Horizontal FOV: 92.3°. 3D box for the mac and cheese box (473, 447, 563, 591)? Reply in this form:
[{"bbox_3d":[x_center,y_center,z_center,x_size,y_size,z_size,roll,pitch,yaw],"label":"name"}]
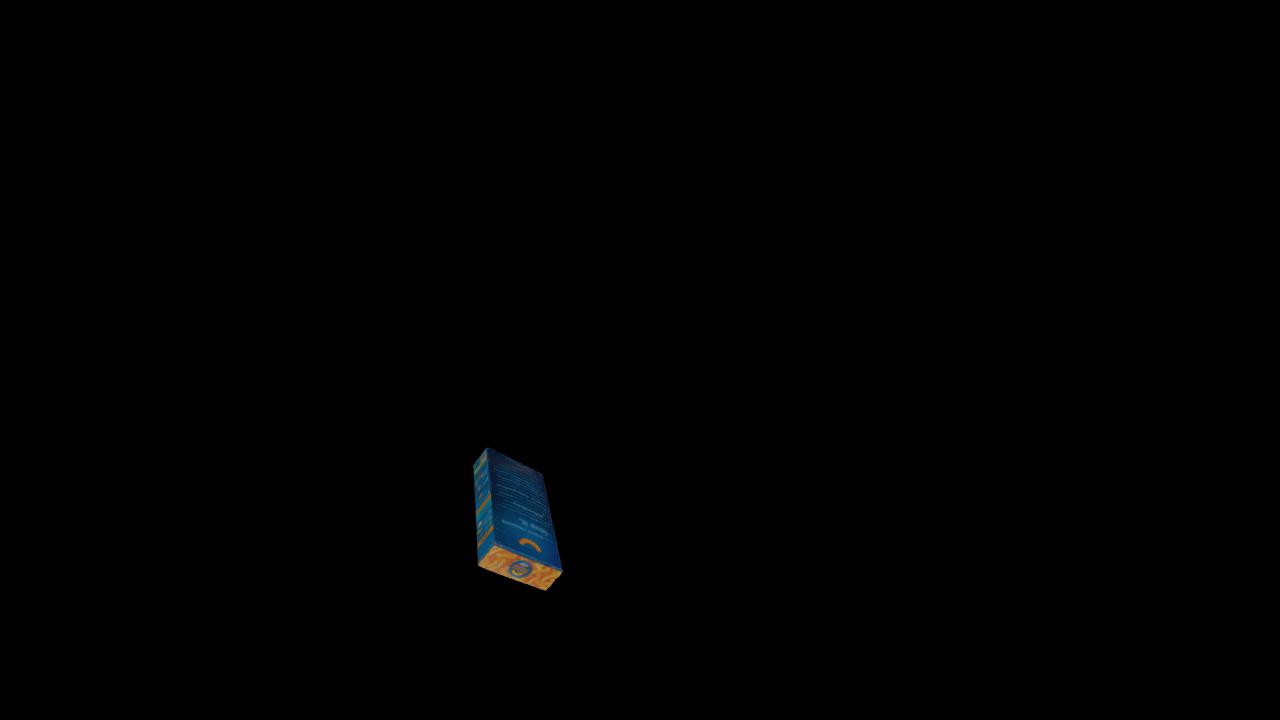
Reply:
[{"bbox_3d":[-0.153,0.187,0.748,0.093,0.041,0.184,34,12,-27],"label":"mac and cheese box"}]
